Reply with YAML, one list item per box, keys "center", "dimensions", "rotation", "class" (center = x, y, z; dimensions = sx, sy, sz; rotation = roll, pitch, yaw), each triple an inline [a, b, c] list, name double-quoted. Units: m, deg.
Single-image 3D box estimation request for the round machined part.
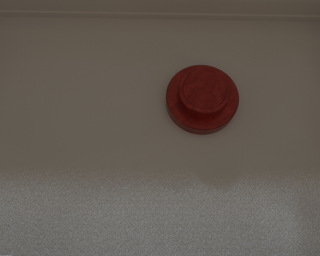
- center: [0.058, -0.043, 0.417]
  dimensions: [0.099, 0.042, 0.098]
  rotation: [0, 70, -1]
  class: "round machined part"
